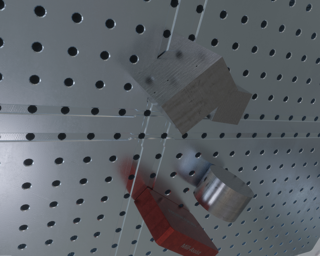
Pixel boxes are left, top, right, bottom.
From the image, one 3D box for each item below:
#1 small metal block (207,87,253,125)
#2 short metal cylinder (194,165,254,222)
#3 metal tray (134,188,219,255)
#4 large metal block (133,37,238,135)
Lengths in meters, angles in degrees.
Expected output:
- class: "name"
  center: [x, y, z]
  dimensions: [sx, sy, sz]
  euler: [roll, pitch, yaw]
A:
- class: "small metal block"
  center: [0.096, -0.035, 0.442]
  dimensions: [0.050, 0.025, 0.050]
  euler: [7, 115, -32]
- class: "short metal cylinder"
  center: [0.101, 0.103, 0.495]
  dimensions: [0.080, 0.080, 0.050]
  euler: [20, 107, -36]
- class: "metal tray"
  center: [0.026, 0.152, 0.477]
  dimensions: [0.030, 0.090, 0.130]
  euler: [-47, 129, 5]
- class: "large metal block"
  center: [0.027, -0.051, 0.359]
  dimensions: [0.080, 0.080, 0.050]
  euler: [-39, 129, -2]
